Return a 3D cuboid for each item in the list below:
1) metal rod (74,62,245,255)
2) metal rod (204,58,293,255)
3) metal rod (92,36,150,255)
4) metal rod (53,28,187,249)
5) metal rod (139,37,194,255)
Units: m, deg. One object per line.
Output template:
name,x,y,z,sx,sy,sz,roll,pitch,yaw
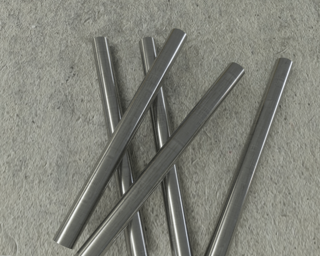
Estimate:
metal rod,0.009,0.033,0.368,0.025,0.025,0.300,36,73,12
metal rod,0.116,0.036,0.395,0.025,0.025,0.300,23,71,8
metal rod,-0.055,0.011,0.403,0.025,0.025,0.299,-12,70,-4
metal rod,-0.039,-0.002,0.380,0.025,0.025,0.300,24,72,8
metal rod,0.004,0.013,0.403,0.025,0.025,0.299,-8,70,-3
